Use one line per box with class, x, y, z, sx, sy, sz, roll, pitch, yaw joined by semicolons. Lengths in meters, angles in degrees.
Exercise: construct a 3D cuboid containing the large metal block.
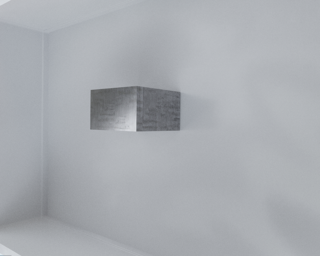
large metal block;-0.031;-0.022;0.395;0.080;0.081;0.050;2;91;40
